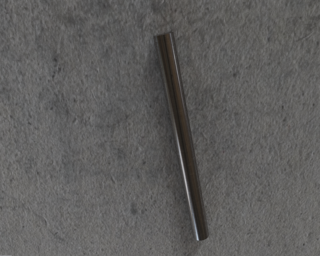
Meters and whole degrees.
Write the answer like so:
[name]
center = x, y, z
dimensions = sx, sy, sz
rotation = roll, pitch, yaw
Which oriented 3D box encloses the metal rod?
[metal rod]
center = 0.033, 0.025, 0.419
dimensions = 0.025, 0.025, 0.298
rotation = -11, 110, 3
